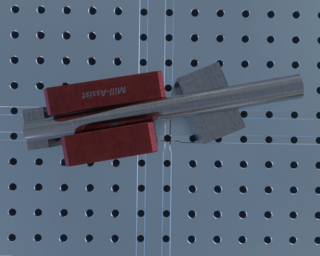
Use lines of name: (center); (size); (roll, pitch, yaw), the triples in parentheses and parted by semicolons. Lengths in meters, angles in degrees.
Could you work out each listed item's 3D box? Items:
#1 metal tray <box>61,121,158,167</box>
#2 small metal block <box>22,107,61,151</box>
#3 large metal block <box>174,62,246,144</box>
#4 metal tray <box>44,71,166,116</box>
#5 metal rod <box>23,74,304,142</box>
metal tray: (-0.050, 0.015, 0.360); (0.091, 0.130, 0.030); (-9, 91, -1)
small metal block: (-0.150, 0.001, 0.399); (0.025, 0.050, 0.050); (-8, 90, 0)
large metal block: (0.057, -0.028, 0.386); (0.050, 0.080, 0.080); (-23, 90, 0)
metal tray: (-0.061, -0.039, 0.379); (0.131, 0.090, 0.030); (-9, 91, -1)
metal rod: (-0.005, -0.019, 0.338); (0.301, 0.025, 0.025); (-9, 90, 9)
